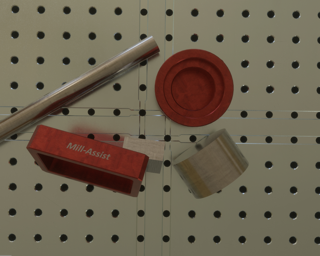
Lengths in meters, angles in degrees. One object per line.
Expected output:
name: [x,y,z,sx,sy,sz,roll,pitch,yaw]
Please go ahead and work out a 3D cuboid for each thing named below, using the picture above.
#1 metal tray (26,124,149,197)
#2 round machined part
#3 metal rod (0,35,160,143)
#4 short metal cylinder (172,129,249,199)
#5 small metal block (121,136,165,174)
metal tray: [-0.084,0.044,0.377,0.131,0.090,0.030,16,64,-1]
round machined part: [0.042,-0.050,0.405,0.099,0.042,0.097,0,90,-1]
metal rod: [-0.137,-0.038,0.411,0.301,0.025,0.025,-30,90,-1]
short metal cylinder: [0.062,0.044,0.387,0.080,0.080,0.050,-34,90,0]
small metal block: [-0.022,0.036,0.398,0.050,0.050,0.025,8,63,-1]
